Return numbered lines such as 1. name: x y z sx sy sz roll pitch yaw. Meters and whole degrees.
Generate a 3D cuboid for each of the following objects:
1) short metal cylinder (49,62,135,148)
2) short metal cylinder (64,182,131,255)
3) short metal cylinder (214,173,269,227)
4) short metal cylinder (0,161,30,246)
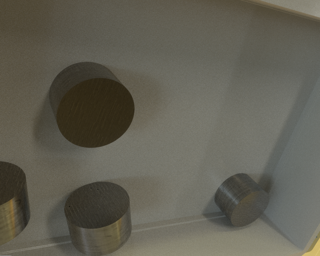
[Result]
1. short metal cylinder: -0.074 -0.025 0.336 0.081 0.050 0.079 -14 124 -21
2. short metal cylinder: -0.078 0.115 0.402 0.081 0.080 0.050 -14 124 -21
3. short metal cylinder: 0.145 0.128 0.550 0.081 0.050 0.079 -14 124 -21
4. short metal cylinder: -0.181 0.078 0.323 0.081 0.080 0.050 -8 122 -25
